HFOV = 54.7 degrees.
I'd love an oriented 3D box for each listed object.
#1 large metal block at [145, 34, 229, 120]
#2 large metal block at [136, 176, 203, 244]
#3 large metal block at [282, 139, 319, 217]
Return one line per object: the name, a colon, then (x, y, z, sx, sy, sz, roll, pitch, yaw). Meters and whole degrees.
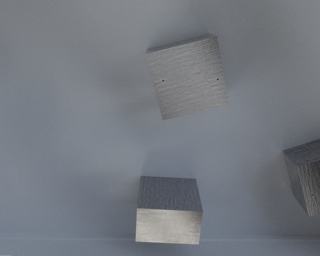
large metal block: (0.032, -0.063, 0.375, 0.080, 0.050, 0.080, -13, 110, 4)
large metal block: (0.011, 0.109, 0.422, 0.081, 0.080, 0.050, 3, 110, -1)
large metal block: (0.225, 0.063, 0.423, 0.080, 0.050, 0.080, -19, 109, 7)
